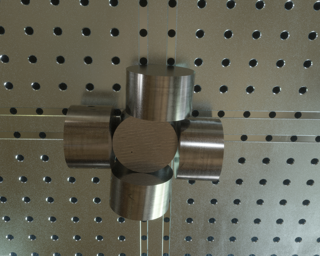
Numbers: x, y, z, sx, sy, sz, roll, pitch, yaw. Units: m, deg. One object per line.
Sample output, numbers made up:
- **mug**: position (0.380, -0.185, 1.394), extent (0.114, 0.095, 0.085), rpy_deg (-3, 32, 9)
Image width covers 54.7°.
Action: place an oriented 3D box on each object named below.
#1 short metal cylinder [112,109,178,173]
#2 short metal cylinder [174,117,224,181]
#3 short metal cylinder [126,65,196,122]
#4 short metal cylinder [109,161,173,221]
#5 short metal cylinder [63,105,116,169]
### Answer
- **short metal cylinder**: position (-0.019, 0.011, 0.404), extent (0.081, 0.050, 0.079), rpy_deg (-1, 110, -1)
- **short metal cylinder**: position (0.047, 0.026, 0.394), extent (0.050, 0.080, 0.079), rpy_deg (3, 110, -2)
- **short metal cylinder**: position (0.000, -0.044, 0.367), extent (0.081, 0.080, 0.050), rpy_deg (3, 110, -1)
- **short metal cylinder**: position (-0.025, 0.077, 0.411), extent (0.081, 0.080, 0.050), rpy_deg (6, 110, -2)
- **short metal cylinder**: position (-0.084, 0.011, 0.387), extent (0.050, 0.080, 0.079), rpy_deg (1, 110, -1)
